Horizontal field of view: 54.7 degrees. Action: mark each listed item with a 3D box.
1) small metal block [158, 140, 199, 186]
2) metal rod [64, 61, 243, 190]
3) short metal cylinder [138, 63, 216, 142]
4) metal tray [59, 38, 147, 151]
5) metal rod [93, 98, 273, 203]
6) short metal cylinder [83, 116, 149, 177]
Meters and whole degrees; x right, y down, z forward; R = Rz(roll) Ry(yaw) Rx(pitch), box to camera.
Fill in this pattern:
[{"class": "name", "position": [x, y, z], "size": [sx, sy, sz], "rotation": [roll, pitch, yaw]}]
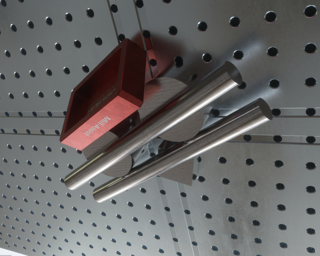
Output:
[{"class": "small metal block", "position": [0.025, 0.046, 0.424], "size": [0.050, 0.025, 0.050], "rotation": [14, 124, 20]}, {"class": "metal rod", "position": [-0.032, 0.015, 0.370], "size": [0.299, 0.025, 0.025], "rotation": [-33, 100, 38]}, {"class": "short metal cylinder", "position": [0.021, -0.031, 0.365], "size": [0.080, 0.050, 0.079], "rotation": [13, 124, 20]}, {"class": "metal tray", "position": [-0.071, -0.038, 0.379], "size": [0.030, 0.090, 0.130], "rotation": [29, 136, -32]}, {"class": "metal rod", "position": [0.005, 0.043, 0.400], "size": [0.299, 0.025, 0.025], "rotation": [-32, 101, 38]}, {"class": "short metal cylinder", "position": [-0.063, 0.023, 0.441], "size": [0.080, 0.050, 0.079], "rotation": [13, 124, 20]}]
